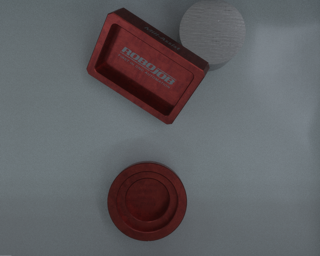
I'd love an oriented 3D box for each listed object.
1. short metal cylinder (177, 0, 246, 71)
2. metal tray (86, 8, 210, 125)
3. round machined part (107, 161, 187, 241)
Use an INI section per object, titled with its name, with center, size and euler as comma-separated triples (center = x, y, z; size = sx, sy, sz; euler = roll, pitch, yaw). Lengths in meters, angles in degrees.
[short metal cylinder]
center = 0.064, -0.117, 0.400
size = 0.081, 0.050, 0.079
euler = 0, 90, -1
[metal tray]
center = -0.017, -0.074, 0.384
size = 0.130, 0.030, 0.089
euler = 33, 127, -1
[round machined part]
center = -0.016, 0.091, 0.403
size = 0.099, 0.042, 0.097
euler = 0, 90, -1
